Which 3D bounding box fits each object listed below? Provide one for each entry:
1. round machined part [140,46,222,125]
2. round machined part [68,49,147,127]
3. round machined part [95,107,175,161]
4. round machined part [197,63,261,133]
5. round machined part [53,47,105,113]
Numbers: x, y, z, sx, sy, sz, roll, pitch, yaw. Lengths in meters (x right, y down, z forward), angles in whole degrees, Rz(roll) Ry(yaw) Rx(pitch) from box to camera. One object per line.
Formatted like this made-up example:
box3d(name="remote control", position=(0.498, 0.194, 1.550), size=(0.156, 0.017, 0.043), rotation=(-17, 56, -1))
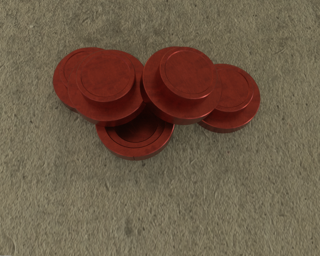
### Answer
box3d(name="round machined part", position=(0.028, -0.056, 0.366), size=(0.099, 0.042, 0.098), rotation=(5, 68, -13))
box3d(name="round machined part", position=(-0.062, -0.054, 0.374), size=(0.099, 0.042, 0.098), rotation=(0, 70, -1))
box3d(name="round machined part", position=(-0.031, -0.005, 0.401), size=(0.099, 0.042, 0.098), rotation=(0, 70, -1))
box3d(name="round machined part", position=(0.087, -0.045, 0.417), size=(0.099, 0.042, 0.098), rotation=(0, 70, -1))
box3d(name="round machined part", position=(-0.098, -0.070, 0.424), size=(0.099, 0.042, 0.098), rotation=(0, 70, -1))
